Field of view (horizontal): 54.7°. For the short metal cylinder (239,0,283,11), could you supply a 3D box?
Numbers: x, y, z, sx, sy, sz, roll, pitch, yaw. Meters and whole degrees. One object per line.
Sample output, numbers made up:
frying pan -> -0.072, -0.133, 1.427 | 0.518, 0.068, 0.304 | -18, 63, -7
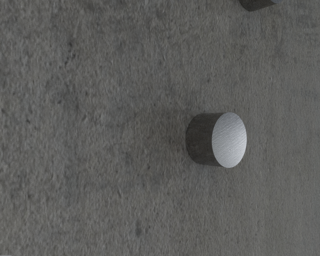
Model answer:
short metal cylinder -> 0.175, -0.250, 0.538 | 0.081, 0.050, 0.079 | 0, 90, -40

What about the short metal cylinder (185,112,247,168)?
short metal cylinder -> 0.084, 0.017, 0.462 | 0.081, 0.050, 0.079 | 0, 90, -40
